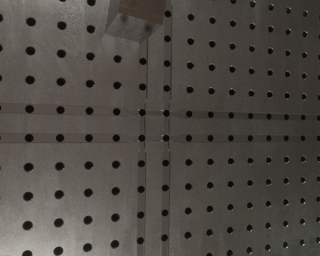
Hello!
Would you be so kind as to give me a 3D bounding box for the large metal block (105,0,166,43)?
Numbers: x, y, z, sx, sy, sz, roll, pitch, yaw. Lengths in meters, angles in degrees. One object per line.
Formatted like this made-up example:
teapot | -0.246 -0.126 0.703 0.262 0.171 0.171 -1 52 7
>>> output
large metal block | -0.029 -0.157 0.373 0.050 0.080 0.080 9 87 -20
